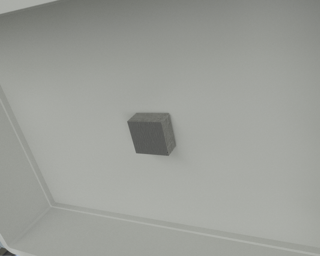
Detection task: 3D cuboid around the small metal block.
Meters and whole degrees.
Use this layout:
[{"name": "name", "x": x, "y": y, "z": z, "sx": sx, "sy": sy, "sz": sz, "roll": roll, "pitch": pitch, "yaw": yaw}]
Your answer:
[{"name": "small metal block", "x": -0.010, "y": 0.008, "z": 0.415, "sx": 0.050, "sy": 0.025, "sz": 0.050, "roll": 2, "pitch": 120, "yaw": 28}]
